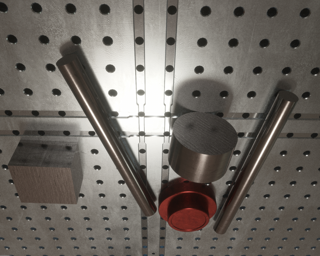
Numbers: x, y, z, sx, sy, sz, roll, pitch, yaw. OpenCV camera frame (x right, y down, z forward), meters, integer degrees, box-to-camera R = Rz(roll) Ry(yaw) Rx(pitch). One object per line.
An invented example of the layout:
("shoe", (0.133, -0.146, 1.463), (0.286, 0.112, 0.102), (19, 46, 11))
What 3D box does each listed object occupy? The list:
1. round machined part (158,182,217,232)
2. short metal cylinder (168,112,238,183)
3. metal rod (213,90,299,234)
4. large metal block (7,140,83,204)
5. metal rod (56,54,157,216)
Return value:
("round machined part", (0.046, 0.138, 0.519), (0.099, 0.042, 0.097), (-1, 130, 0))
("short metal cylinder", (0.053, 0.023, 0.397), (0.081, 0.080, 0.050), (5, 130, -5))
("metal rod", (0.134, 0.073, 0.475), (0.025, 0.025, 0.298), (7, 130, -6))
("large metal block", (-0.160, 0.065, 0.448), (0.081, 0.050, 0.079), (3, 130, -3))
("metal rod", (-0.061, 0.032, 0.438), (0.025, 0.025, 0.299), (-13, 129, 10))
